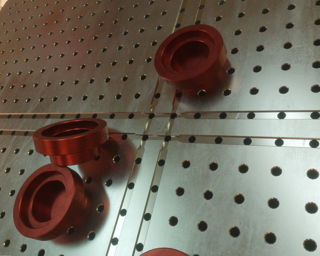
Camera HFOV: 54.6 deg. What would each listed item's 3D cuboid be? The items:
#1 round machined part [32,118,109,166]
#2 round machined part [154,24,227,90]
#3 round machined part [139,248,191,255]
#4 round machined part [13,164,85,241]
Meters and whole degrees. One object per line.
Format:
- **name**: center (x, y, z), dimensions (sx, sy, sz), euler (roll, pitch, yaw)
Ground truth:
- **round machined part**: center (-0.120, 0.020, 0.428), dimensions (0.098, 0.042, 0.098), euler (-5, 17, 2)
- **round machined part**: center (0.045, -0.093, 0.432), dimensions (0.098, 0.042, 0.098), euler (-13, 56, 21)
- **round machined part**: center (0.009, 0.167, 0.291), dimensions (0.098, 0.042, 0.098), euler (-13, 56, 21)
- **round machined part**: center (-0.141, 0.099, 0.412), dimensions (0.098, 0.042, 0.098), euler (-13, 56, 21)
